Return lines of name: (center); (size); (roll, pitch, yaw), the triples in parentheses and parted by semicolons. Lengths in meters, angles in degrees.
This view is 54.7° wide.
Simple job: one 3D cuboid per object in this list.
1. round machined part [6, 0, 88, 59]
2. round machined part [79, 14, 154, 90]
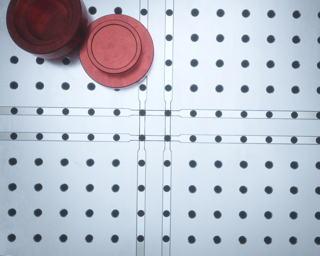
round machined part: (-0.139, -0.136, 0.398); (0.099, 0.042, 0.097); (-1, 86, 8)
round machined part: (-0.057, -0.101, 0.404); (0.099, 0.042, 0.097); (0, 90, -1)
